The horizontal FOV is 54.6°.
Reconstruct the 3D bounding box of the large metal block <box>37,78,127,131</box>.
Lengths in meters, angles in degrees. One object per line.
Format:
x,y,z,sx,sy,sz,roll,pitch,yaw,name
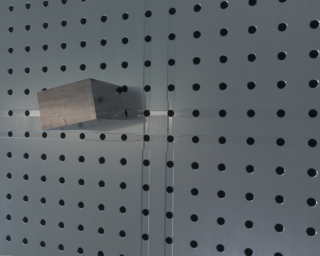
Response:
-0.103,-0.029,0.420,0.080,0.080,0.050,-11,87,20,large metal block
